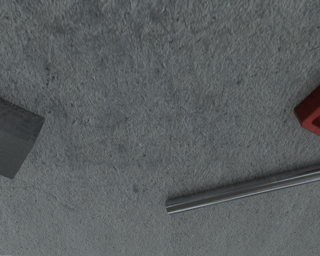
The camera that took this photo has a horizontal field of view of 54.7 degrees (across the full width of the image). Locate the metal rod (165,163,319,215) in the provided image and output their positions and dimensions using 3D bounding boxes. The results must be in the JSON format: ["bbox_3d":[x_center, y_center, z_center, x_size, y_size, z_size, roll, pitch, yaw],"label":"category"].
[{"bbox_3d":[0.154,0.092,0.488,0.301,0.025,0.025,-16,128,13],"label":"metal rod"}]

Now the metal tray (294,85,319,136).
[{"bbox_3d":[0.251,-0.018,0.392,0.131,0.030,0.089,24,126,-20],"label":"metal tray"}]

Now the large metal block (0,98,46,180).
[{"bbox_3d":[-0.207,0.011,0.397,0.080,0.050,0.080,28,125,-22],"label":"large metal block"}]
